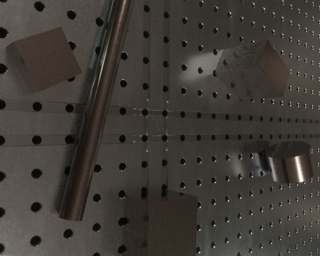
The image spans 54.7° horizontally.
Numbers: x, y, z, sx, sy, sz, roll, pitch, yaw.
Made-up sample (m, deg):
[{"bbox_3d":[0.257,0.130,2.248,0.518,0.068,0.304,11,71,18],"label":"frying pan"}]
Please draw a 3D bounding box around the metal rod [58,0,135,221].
[{"bbox_3d":[-0.066,-0.048,0.355,0.025,0.025,0.299,20,78,-39],"label":"metal rod"}]

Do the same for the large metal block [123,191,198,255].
[{"bbox_3d":[0.001,0.127,0.396,0.081,0.050,0.080,4,88,-40],"label":"large metal block"}]

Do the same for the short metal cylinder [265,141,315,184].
[{"bbox_3d":[0.243,0.063,0.581,0.081,0.080,0.050,-27,108,-37],"label":"short metal cylinder"}]

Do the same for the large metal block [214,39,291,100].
[{"bbox_3d":[0.150,-0.090,0.502,0.080,0.080,0.050,36,68,-35],"label":"large metal block"}]

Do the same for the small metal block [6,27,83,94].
[{"bbox_3d":[-0.116,-0.068,0.313,0.050,0.025,0.050,-34,112,-35],"label":"small metal block"}]
